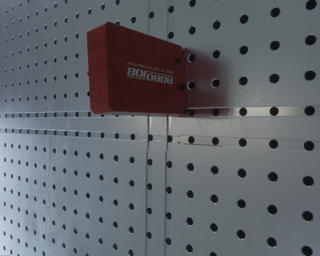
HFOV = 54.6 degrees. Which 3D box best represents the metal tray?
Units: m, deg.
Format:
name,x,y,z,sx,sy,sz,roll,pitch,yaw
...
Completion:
name,x,y,z,sx,sy,sz,roll,pitch,yaw
metal tray,-0.020,-0.060,0.359,0.030,0.131,0.090,-6,87,40
